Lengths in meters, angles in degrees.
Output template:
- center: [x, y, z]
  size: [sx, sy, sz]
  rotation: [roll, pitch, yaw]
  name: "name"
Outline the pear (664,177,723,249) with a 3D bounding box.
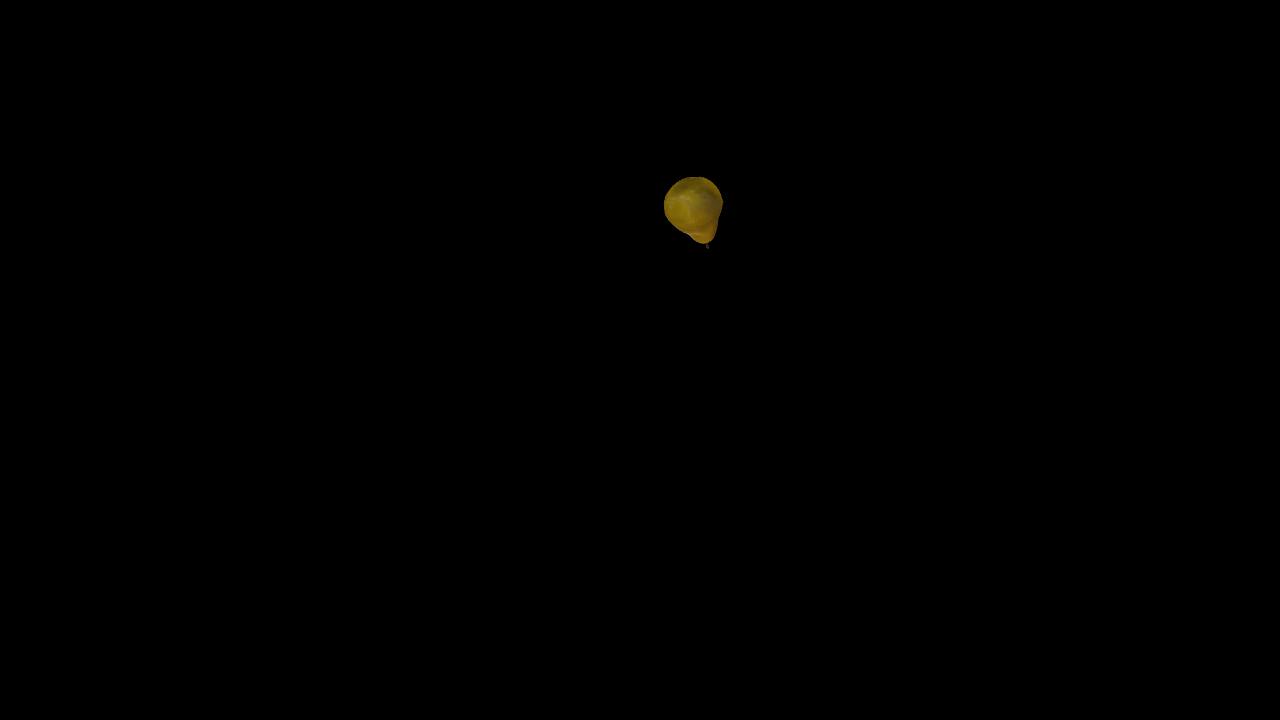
- center: [0.081, -0.190, 0.834]
  size: [0.080, 0.080, 0.111]
  rotation: [0, -43, 38]
  name: "pear"
